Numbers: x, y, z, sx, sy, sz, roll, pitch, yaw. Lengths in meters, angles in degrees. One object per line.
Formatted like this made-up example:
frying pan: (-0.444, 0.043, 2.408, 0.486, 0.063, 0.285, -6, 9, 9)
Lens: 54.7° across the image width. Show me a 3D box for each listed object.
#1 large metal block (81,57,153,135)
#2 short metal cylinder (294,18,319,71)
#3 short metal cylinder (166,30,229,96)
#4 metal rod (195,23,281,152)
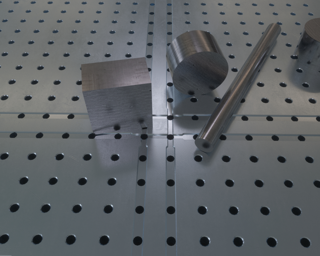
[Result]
large metal block: (-0.054, -0.041, 0.406, 0.081, 0.080, 0.050, -8, 51, -7)
short metal cylinder: (0.270, -0.137, 0.508, 0.080, 0.050, 0.080, 0, 50, 0)
short metal cylinder: (0.053, -0.093, 0.451, 0.081, 0.080, 0.050, -8, 51, -6)
metal rod: (0.130, -0.078, 0.473, 0.025, 0.025, 0.301, 24, 54, 19)
